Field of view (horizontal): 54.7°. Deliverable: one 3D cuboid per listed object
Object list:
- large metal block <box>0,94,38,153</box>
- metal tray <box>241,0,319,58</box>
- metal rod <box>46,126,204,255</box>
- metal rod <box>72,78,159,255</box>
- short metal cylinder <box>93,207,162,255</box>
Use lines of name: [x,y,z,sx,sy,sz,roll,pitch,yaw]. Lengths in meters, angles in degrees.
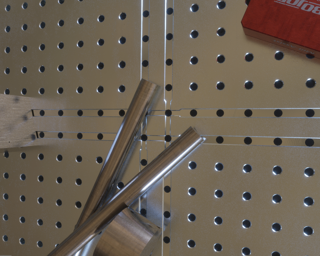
large metal block: [-0.239,-0.005,0.465,0.050,0.080,0.080,-14,85,19]
metal tray: [0.171,-0.134,0.350,0.130,0.030,0.089,25,98,17]
metal rod: [-0.062,0.107,0.415,0.300,0.025,0.025,-42,77,8]
metal rod: [-0.076,0.072,0.437,0.025,0.025,0.298,28,99,17]
short metal cylinder: [-0.040,0.150,0.397,0.050,0.080,0.080,29,99,17]
